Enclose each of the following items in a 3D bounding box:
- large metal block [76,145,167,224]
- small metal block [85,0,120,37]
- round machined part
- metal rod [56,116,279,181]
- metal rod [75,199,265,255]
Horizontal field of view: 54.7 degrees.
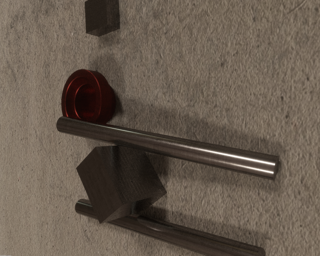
[{"bbox_3d":[-0.050,0.070,0.408,0.050,0.081,0.080,-44,64,31],"label":"large metal block"},{"bbox_3d":[-0.089,-0.174,0.476,0.050,0.025,0.050,-5,87,39],"label":"small metal block"},{"bbox_3d":[-0.106,-0.039,0.479,0.098,0.042,0.097,0,90,39],"label":"round machined part"},{"bbox_3d":[-0.013,0.017,0.382,0.300,0.025,0.025,10,97,29],"label":"metal rod"},{"bbox_3d":[-0.013,0.132,0.413,0.300,0.025,0.025,2,91,39],"label":"metal rod"}]
